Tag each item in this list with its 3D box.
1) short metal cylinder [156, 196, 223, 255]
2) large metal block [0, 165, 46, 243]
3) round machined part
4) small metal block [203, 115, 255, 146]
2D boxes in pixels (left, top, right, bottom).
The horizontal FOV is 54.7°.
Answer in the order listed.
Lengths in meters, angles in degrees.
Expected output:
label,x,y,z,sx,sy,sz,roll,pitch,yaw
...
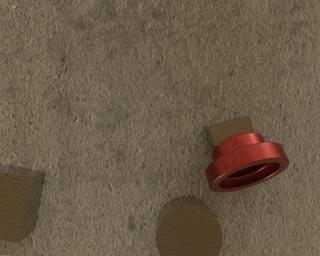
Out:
label,x,y,z,sx,sy,sz,roll,pitch,yaw
short metal cylinder,0.035,0.133,0.398,0.081,0.050,0.079,0,90,-1
large metal block,-0.202,0.092,0.395,0.080,0.050,0.080,10,90,-1
round machined part,0.102,0.041,0.382,0.099,0.098,0.042,-16,61,0
small metal block,0.087,0.003,0.399,0.050,0.050,0.025,-15,90,0
